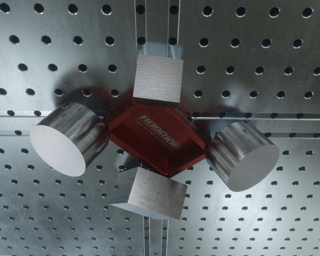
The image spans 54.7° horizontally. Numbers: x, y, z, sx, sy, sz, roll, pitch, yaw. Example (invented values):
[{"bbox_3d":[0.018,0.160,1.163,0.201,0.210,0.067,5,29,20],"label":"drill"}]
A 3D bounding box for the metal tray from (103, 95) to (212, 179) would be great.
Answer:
[{"bbox_3d":[-0.001,0.010,0.415,0.090,0.030,0.130,-34,123,25],"label":"metal tray"}]

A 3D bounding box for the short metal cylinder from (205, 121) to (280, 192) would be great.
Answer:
[{"bbox_3d":[0.108,0.038,0.408,0.081,0.050,0.079,-18,134,-20],"label":"short metal cylinder"}]

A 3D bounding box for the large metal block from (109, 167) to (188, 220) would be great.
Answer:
[{"bbox_3d":[-0.019,0.099,0.456,0.080,0.050,0.080,24,157,-20],"label":"large metal block"}]

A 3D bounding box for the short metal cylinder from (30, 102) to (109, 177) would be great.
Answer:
[{"bbox_3d":[-0.112,0.014,0.386,0.080,0.050,0.079,17,134,19],"label":"short metal cylinder"}]

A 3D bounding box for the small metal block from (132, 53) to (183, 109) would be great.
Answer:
[{"bbox_3d":[-0.003,-0.052,0.347,0.050,0.050,0.025,7,168,-6],"label":"small metal block"}]
